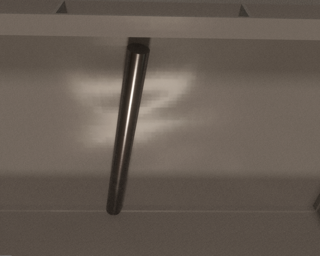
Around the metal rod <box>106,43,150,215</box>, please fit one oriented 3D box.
[{"bbox_3d":[-0.051,0.026,0.430,0.025,0.025,0.298,8,130,-7],"label":"metal rod"}]
